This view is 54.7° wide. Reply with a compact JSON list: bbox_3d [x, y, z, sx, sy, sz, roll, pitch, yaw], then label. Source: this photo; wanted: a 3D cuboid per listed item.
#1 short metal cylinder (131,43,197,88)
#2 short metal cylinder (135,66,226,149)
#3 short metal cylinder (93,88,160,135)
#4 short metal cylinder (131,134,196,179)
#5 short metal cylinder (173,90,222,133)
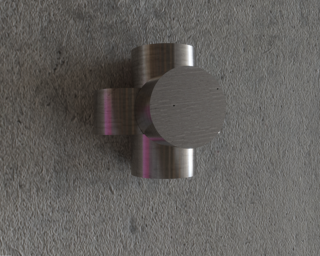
[{"bbox_3d":[0.005,-0.070,0.384,0.081,0.080,0.050,-2,91,-20],"label":"short metal cylinder"},{"bbox_3d":[0.020,-0.020,0.320,0.081,0.050,0.079,0,90,-21],"label":"short metal cylinder"},{"bbox_3d":[-0.038,-0.018,0.368,0.081,0.080,0.050,-1,91,-20],"label":"short metal cylinder"},{"bbox_3d":[0.005,0.031,0.384,0.081,0.080,0.050,0,90,-20],"label":"short metal cylinder"},{"bbox_3d":[0.039,-0.019,0.396,0.081,0.080,0.050,0,91,-20],"label":"short metal cylinder"}]
